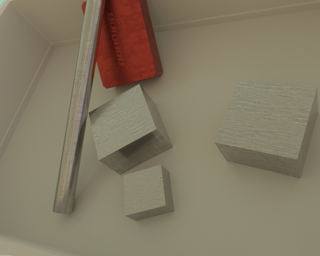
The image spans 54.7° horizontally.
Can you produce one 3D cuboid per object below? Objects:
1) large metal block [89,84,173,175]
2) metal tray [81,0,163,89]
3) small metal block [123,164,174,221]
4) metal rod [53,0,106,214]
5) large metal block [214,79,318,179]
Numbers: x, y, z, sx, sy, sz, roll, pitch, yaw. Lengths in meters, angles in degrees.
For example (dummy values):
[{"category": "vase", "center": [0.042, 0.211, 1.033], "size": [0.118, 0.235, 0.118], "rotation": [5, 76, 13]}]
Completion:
[{"category": "large metal block", "center": [-0.040, 0.002, 0.408], "size": [0.080, 0.050, 0.080], "rotation": [-29, 52, 10]}, {"category": "metal tray", "center": [-0.055, -0.131, 0.459], "size": [0.090, 0.030, 0.129], "rotation": [-10, 100, 23]}, {"category": "small metal block", "center": [-0.014, 0.077, 0.365], "size": [0.050, 0.025, 0.050], "rotation": [-19, 55, 17]}, {"category": "metal rod", "center": [-0.107, -0.038, 0.416], "size": [0.025, 0.025, 0.298], "rotation": [6, 85, 30]}, {"category": "large metal block", "center": [0.115, -0.001, 0.330], "size": [0.080, 0.050, 0.080], "rotation": [12, 68, 32]}]
